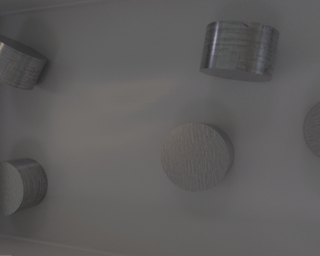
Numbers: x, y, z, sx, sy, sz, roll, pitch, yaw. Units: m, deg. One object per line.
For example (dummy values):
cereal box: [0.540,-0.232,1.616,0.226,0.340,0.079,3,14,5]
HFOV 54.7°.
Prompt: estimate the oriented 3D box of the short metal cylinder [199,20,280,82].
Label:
short metal cylinder: [0.089,-0.084,0.350,0.080,0.080,0.050,10,94,19]

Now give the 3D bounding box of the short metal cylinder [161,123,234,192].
short metal cylinder: [0.047,0.034,0.380,0.080,0.050,0.080,0,90,20]

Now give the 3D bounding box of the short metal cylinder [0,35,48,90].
short metal cylinder: [-0.216,-0.097,0.458,0.080,0.080,0.050,33,101,17]

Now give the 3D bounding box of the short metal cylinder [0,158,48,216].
short metal cylinder: [-0.223,0.088,0.476,0.080,0.050,0.080,0,90,20]

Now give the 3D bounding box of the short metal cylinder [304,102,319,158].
short metal cylinder: [0.198,0.002,0.327,0.080,0.050,0.080,0,90,20]
